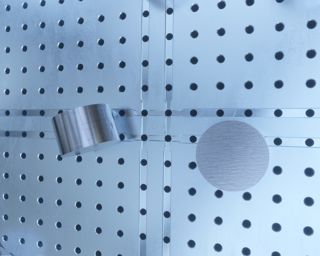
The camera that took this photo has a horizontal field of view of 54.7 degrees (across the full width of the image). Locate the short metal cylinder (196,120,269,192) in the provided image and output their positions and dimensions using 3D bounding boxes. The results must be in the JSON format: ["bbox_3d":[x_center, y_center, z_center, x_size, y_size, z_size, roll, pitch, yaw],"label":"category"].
[{"bbox_3d":[0.088,0.031,0.368,0.080,0.050,0.079,0,90,19],"label":"short metal cylinder"}]

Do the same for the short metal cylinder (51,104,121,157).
[{"bbox_3d":[-0.099,0.004,0.417,0.080,0.080,0.050,-19,84,19],"label":"short metal cylinder"}]

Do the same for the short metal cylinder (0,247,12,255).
[{"bbox_3d":[-0.277,0.226,0.479,0.080,0.080,0.050,27,99,17],"label":"short metal cylinder"}]
